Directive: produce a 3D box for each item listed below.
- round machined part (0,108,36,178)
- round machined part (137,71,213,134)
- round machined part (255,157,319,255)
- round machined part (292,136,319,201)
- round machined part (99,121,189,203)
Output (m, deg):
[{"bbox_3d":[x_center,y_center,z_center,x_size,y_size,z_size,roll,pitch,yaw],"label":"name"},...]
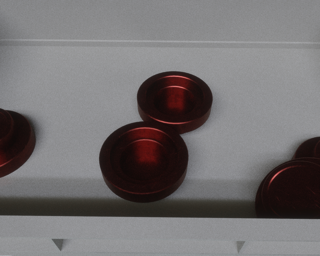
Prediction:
[{"bbox_3d":[-0.211,0.012,0.382,0.099,0.042,0.098,0,50,0],"label":"round machined part"},{"bbox_3d":[0.019,-0.029,0.419,0.099,0.042,0.098,0,50,0],"label":"round machined part"},{"bbox_3d":[0.141,0.071,0.304,0.098,0.042,0.098,-24,44,25],"label":"round machined part"},{"bbox_3d":[0.206,0.047,0.356,0.099,0.042,0.098,0,50,0],"label":"round machined part"},{"bbox_3d":[-0.018,0.042,0.358,0.099,0.042,0.098,0,50,0],"label":"round machined part"}]
